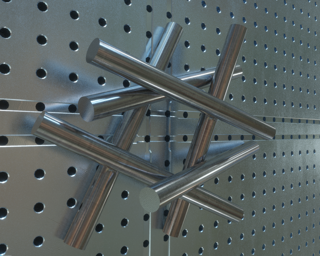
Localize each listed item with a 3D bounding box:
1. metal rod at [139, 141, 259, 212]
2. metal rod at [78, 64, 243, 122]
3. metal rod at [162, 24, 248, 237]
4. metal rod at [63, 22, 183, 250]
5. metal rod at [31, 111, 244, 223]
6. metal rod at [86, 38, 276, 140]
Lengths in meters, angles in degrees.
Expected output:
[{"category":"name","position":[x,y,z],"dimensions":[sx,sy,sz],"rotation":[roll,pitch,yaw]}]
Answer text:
[{"category":"metal rod","position":[0.076,0.052,0.422],"dimensions":[0.302,0.025,0.025],"rotation":[-12,98,-54]},{"category":"metal rod","position":[0.027,-0.056,0.404],"dimensions":[0.302,0.025,0.025],"rotation":[-21,104,-46]},{"category":"metal rod","position":[0.062,0.002,0.427],"dimensions":[0.025,0.025,0.299],"rotation":[20,87,-38]},{"category":"metal rod","position":[-0.036,-0.005,0.377],"dimensions":[0.025,0.025,0.300],"rotation":[36,68,-34]},{"category":"metal rod","position":[-0.002,0.059,0.367],"dimensions":[0.301,0.025,0.025],"rotation":[30,71,-31]},{"category":"metal rod","position":[0.051,-0.033,0.379],"dimensions":[0.302,0.025,0.025],"rotation":[19,78,-37]}]
